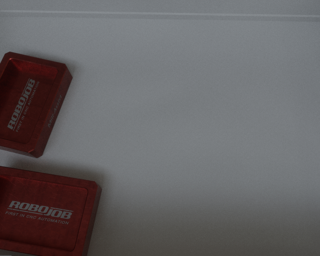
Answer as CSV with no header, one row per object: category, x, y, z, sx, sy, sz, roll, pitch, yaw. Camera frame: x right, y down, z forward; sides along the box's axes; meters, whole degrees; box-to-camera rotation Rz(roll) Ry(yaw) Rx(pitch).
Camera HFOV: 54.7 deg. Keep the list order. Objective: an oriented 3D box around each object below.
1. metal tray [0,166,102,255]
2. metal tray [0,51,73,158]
metal tray,-0.144,0.100,0.368,0.131,0.030,0.090,9,70,3
metal tray,-0.184,-0.033,0.416,0.090,0.030,0.130,13,70,4
